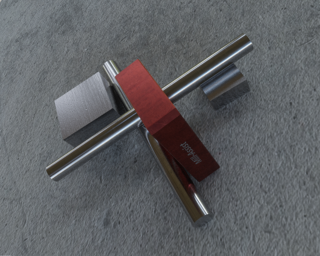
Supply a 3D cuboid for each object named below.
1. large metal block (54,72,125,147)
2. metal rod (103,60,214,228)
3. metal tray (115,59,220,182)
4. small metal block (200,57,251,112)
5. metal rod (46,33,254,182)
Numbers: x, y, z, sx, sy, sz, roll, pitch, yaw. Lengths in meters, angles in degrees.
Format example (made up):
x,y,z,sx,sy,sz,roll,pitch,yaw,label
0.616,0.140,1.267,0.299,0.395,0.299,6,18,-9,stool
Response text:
x,y,z,sx,sy,sz,roll,pitch,yaw,label
-0.099,-0.022,0.451,0.080,0.050,0.080,-32,52,7,large metal block
-0.018,-0.002,0.415,0.025,0.025,0.300,-36,51,4,metal rod
0.011,-0.004,0.332,0.030,0.130,0.090,-37,51,4,metal tray
0.079,-0.057,0.398,0.050,0.025,0.050,-31,52,8,small metal block
-0.017,-0.023,0.394,0.300,0.025,0.025,-34,52,5,metal rod
